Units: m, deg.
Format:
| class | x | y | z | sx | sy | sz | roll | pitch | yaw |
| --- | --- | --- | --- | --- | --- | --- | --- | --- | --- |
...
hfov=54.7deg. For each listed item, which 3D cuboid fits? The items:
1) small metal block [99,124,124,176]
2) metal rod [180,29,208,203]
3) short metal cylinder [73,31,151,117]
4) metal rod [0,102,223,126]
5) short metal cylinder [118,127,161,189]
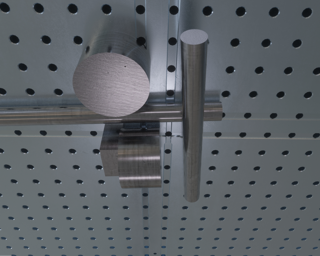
| class | x | y | z | sx | sy | sz | roll | pitch | yaw |
| --- | --- | --- | --- | --- | --- | --- | --- | --- | --- |
| small metal block | -0.062 | 0.030 | 0.420 | 0.025 | 0.050 | 0.050 | -1 | 130 | 1 |
| metal rod | 0.042 | 0.014 | 0.394 | 0.025 | 0.025 | 0.298 | -3 | 139 | 3 |
| short metal cylinder | -0.051 | -0.059 | 0.345 | 0.081 | 0.050 | 0.079 | 0 | 130 | 0 |
| metal rod | -0.074 | -0.018 | 0.395 | 0.302 | 0.025 | 0.025 | -1 | 130 | 1 |
| short metal cylinder | -0.024 | 0.039 | 0.409 | 0.050 | 0.080 | 0.079 | -2 | 130 | 1 |
